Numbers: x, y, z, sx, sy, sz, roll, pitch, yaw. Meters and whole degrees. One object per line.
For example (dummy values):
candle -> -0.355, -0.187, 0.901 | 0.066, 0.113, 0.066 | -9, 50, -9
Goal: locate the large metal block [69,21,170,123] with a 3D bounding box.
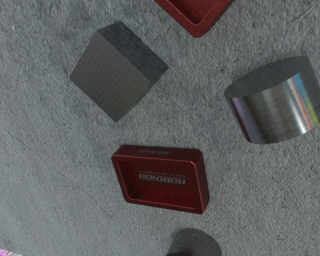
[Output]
large metal block -> -0.050, -0.067, 0.376 | 0.080, 0.050, 0.080 | 44, 129, -3

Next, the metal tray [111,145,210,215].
metal tray -> 0.000, 0.073, 0.448 | 0.130, 0.030, 0.089 | 2, 119, 27

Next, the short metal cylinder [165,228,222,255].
short metal cylinder -> 0.052, 0.207, 0.492 | 0.080, 0.050, 0.079 | 13, 124, 21

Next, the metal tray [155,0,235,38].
metal tray -> 0.046, -0.160, 0.280 | 0.090, 0.030, 0.129 | 43, 129, -2

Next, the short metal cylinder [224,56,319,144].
short metal cylinder -> 0.109, -0.027, 0.297 | 0.080, 0.080, 0.050 | -18, 109, 35
